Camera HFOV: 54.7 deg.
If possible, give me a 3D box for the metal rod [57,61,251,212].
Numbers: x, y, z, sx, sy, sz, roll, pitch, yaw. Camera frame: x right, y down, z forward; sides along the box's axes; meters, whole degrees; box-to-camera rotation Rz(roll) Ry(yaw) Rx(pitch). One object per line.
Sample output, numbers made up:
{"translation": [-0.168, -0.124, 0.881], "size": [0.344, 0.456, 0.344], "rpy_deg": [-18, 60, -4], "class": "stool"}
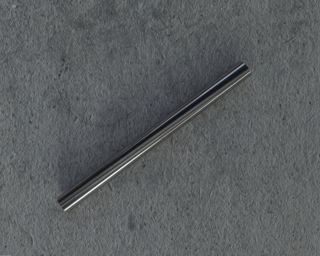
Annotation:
{"translation": [-0.007, 0.011, 0.411], "size": [0.301, 0.025, 0.025], "rpy_deg": [-37, 90, -1], "class": "metal rod"}
